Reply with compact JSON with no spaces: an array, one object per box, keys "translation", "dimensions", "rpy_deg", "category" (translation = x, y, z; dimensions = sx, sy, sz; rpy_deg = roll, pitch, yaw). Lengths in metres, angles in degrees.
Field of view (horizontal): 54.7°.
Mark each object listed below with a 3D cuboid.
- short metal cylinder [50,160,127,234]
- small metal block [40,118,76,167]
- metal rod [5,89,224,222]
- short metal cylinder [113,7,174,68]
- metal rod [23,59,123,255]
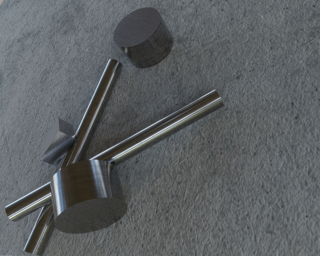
[{"translation":[-0.084,0.081,0.363],"dimensions":[0.080,0.080,0.050],"rpy_deg":[-30,52,9],"category":"short metal cylinder"},{"translation":[-0.150,0.020,0.452],"dimensions":[0.050,0.025,0.050],"rpy_deg":[-54,29,9],"category":"small metal block"},{"translation":[-0.058,0.035,0.393],"dimensions":[0.301,0.025,0.025],"rpy_deg":[-29,52,1],"category":"metal rod"},{"translation":[-0.025,-0.142,0.488],"dimensions":[0.080,0.050,0.080],"rpy_deg":[-13,56,21],"category":"short metal cylinder"},{"translation":[-0.117,0.026,0.448],"dimensions":[0.025,0.025,0.300],"rpy_deg":[5,64,30],"category":"metal rod"}]
